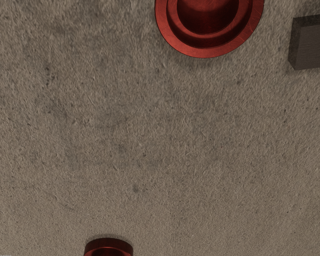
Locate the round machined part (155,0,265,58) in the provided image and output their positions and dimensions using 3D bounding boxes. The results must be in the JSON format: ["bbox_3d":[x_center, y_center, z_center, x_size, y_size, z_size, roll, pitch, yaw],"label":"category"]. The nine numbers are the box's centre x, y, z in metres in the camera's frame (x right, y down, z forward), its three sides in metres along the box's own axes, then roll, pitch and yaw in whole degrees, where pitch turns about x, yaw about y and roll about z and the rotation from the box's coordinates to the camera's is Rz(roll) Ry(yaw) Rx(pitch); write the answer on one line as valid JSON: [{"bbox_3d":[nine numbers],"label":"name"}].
[{"bbox_3d":[0.044,-0.120,0.295,0.099,0.042,0.097,0,131,0],"label":"round machined part"}]

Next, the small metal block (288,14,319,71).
[{"bbox_3d":[0.169,-0.092,0.331,0.050,0.025,0.050,-7,130,5],"label":"small metal block"}]

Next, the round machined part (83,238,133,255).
[{"bbox_3d":[-0.104,0.264,0.620,0.099,0.042,0.097,-1,130,0],"label":"round machined part"}]
